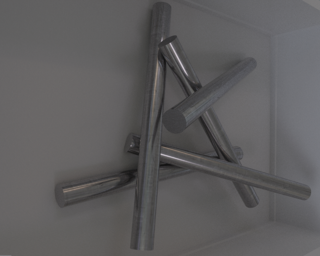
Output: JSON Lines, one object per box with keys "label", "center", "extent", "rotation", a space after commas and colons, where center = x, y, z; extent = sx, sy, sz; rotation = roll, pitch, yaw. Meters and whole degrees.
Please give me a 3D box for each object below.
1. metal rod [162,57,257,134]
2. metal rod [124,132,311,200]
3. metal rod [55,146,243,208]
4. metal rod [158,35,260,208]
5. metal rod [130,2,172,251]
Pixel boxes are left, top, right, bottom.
{"label": "metal rod", "center": [0.085, -0.058, 0.416], "extent": [0.302, 0.025, 0.025], "rotation": [-36, 114, -54]}
{"label": "metal rod", "center": [0.095, 0.060, 0.433], "extent": [0.302, 0.025, 0.025], "rotation": [18, 78, -22]}
{"label": "metal rod", "center": [0.012, 0.056, 0.416], "extent": [0.302, 0.025, 0.025], "rotation": [-7, 95, -40]}
{"label": "metal rod", "center": [0.079, 0.009, 0.435], "extent": [0.025, 0.025, 0.299], "rotation": [-49, 123, -28]}
{"label": "metal rod", "center": [-0.008, -0.015, 0.369], "extent": [0.025, 0.025, 0.299], "rotation": [17, 70, -39]}
